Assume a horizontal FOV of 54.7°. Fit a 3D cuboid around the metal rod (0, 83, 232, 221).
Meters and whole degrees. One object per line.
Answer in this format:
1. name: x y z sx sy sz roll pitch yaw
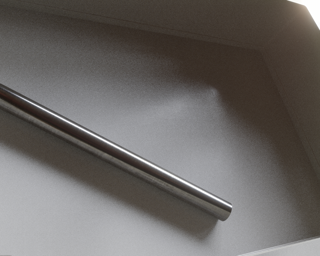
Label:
1. metal rod: -0.047 0.034 0.360 0.301 0.025 0.025 29 52 -11
